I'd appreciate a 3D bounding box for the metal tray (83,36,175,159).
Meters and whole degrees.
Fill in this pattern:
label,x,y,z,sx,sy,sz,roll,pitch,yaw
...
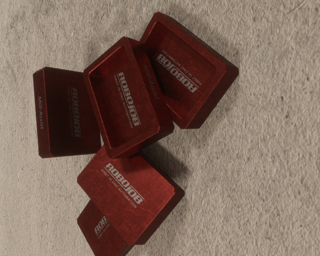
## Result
label,x,y,z,sx,sy,sz,roll,pitch,yaw
metal tray,-0.044,-0.037,0.392,0.090,0.030,0.130,-30,71,32

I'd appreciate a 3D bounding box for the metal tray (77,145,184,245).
label,x,y,z,sx,sy,sz,roll,pitch,yaw
metal tray,-0.043,0.078,0.414,0.130,0.030,0.090,39,91,32

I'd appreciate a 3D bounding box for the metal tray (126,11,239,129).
label,x,y,z,sx,sy,sz,roll,pitch,yaw
metal tray,0.021,-0.071,0.382,0.130,0.030,0.089,47,118,29

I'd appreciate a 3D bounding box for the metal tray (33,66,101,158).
label,x,y,z,sx,sy,sz,roll,pitch,yaw
metal tray,-0.141,-0.022,0.475,0.030,0.091,0.129,-11,83,39

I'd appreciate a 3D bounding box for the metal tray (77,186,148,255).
label,x,y,z,sx,sy,sz,roll,pitch,yaw
metal tray,-0.064,0.130,0.453,0.090,0.030,0.129,50,119,28
